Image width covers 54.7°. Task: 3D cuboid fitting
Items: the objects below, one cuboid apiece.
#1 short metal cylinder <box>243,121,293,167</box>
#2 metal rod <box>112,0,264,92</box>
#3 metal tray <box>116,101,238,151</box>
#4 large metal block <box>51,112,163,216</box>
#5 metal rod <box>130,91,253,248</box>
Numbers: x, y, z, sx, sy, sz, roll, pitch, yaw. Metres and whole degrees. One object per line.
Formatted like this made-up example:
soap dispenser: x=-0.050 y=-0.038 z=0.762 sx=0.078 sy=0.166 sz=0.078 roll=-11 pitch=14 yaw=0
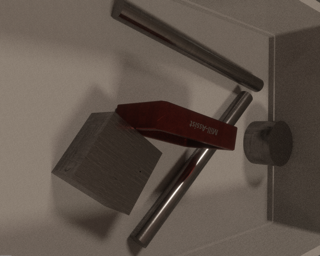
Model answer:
short metal cylinder: x=0.195 y=0.027 z=0.557 sx=0.081 sy=0.050 sz=0.079 roll=0 pitch=90 yaw=-40
metal rod: x=0.063 y=-0.109 z=0.461 sx=0.302 sy=0.025 sz=0.025 roll=16 pitch=80 yaw=-39
metal tray: x=0.021 y=0.000 z=0.383 sx=0.131 sy=0.090 sz=0.030 roll=16 pitch=80 yaw=-39
large metal block: x=-0.056 y=0.038 z=0.345 sx=0.080 sy=0.050 sz=0.080 roll=43 pitch=64 yaw=-32
metal rod: x=0.060 y=0.044 z=0.459 sx=0.301 sy=0.025 sz=0.025 roll=-48 pitch=119 yaw=-29
